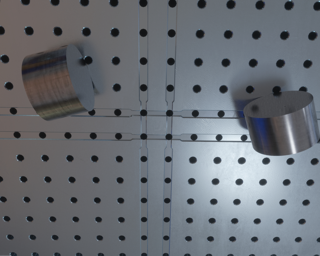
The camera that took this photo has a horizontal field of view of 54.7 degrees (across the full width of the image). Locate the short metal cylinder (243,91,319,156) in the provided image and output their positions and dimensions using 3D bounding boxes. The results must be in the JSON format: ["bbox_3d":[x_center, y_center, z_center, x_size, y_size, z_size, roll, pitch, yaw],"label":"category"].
[{"bbox_3d":[0.149,-0.008,0.383,0.080,0.080,0.050,-18,109,6],"label":"short metal cylinder"}]

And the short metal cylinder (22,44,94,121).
[{"bbox_3d":[-0.116,-0.053,0.364,0.050,0.080,0.080,-14,110,5],"label":"short metal cylinder"}]
